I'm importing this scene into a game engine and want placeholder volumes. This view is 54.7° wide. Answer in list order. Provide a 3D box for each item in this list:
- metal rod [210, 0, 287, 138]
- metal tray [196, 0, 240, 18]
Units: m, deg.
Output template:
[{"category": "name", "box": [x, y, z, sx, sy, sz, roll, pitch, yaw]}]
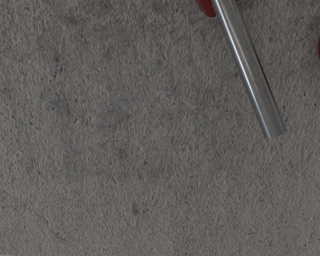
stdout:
[{"category": "metal rod", "box": [0.070, -0.130, 0.329, 0.025, 0.025, 0.299, -23, 96, 8]}, {"category": "metal tray", "box": [0.057, -0.195, 0.318, 0.090, 0.030, 0.130, -32, 122, 11]}]
